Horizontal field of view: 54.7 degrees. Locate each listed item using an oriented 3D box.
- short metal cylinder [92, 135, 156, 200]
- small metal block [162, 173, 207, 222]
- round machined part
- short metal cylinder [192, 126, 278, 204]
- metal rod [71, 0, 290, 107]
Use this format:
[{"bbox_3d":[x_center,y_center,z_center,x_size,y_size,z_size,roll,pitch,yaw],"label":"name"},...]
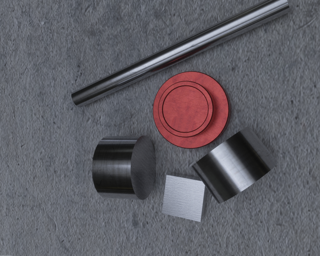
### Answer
[{"bbox_3d":[-0.043,0.050,0.395,0.050,0.080,0.080,-2,90,20],"label":"short metal cylinder"},{"bbox_3d":[0.033,0.087,0.397,0.050,0.025,0.050,7,93,19],"label":"small metal block"},{"bbox_3d":[0.037,-0.022,0.387,0.098,0.042,0.097,0,90,20],"label":"round machined part"},{"bbox_3d":[0.083,0.041,0.350,0.080,0.080,0.050,-39,78,16],"label":"short metal cylinder"},{"bbox_3d":[0.012,-0.093,0.404,0.300,0.025,0.025,-21,83,18],"label":"metal rod"}]
